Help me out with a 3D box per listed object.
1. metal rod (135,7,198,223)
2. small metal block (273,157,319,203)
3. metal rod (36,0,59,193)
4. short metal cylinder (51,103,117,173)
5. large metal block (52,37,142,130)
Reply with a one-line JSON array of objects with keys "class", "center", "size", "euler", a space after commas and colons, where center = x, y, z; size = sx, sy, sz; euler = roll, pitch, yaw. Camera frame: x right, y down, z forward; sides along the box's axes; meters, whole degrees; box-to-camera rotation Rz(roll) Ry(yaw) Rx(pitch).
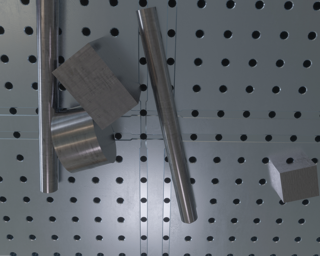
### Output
[{"class": "metal rod", "center": [0.013, -0.002, 0.412], "size": [0.025, 0.025, 0.298], "euler": [-11, 110, 4]}, {"class": "small metal block", "center": [0.195, 0.075, 0.443], "size": [0.050, 0.025, 0.050], "euler": [-13, 110, 4]}, {"class": "metal rod", "center": [-0.142, -0.052, 0.392], "size": [0.025, 0.025, 0.298], "euler": [6, 110, -3]}, {"class": "short metal cylinder", "center": [-0.092, 0.012, 0.387], "size": [0.050, 0.080, 0.080], "euler": [-15, 110, 5]}, {"class": "large metal block", "center": [-0.068, -0.055, 0.363], "size": [0.050, 0.080, 0.080], "euler": [-35, 107, 12]}]
